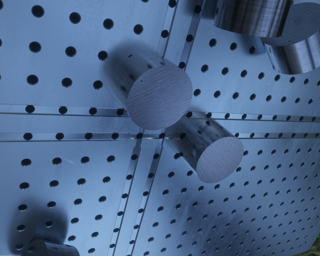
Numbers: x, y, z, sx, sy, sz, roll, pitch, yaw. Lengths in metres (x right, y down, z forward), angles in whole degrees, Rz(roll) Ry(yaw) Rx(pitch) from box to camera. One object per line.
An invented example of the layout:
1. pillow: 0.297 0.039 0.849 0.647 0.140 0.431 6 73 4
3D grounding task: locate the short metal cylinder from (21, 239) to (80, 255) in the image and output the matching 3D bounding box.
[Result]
1. short metal cylinder: -0.152 0.195 0.414 0.050 0.080 0.080 32 100 -39

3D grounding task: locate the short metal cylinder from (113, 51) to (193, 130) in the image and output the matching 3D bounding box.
1. short metal cylinder: -0.009 -0.044 0.364 0.081 0.050 0.079 -14 125 -21

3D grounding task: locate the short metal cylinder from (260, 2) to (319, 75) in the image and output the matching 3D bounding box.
1. short metal cylinder: 0.178 -0.116 0.403 0.080 0.080 0.050 -41 130 0

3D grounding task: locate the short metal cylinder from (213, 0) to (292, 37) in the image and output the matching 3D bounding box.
1. short metal cylinder: 0.104 -0.137 0.349 0.081 0.080 0.050 -7 122 -25

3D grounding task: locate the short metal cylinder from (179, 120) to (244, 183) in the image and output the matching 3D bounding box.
1. short metal cylinder: 0.076 0.035 0.460 0.081 0.050 0.079 -14 124 -21
